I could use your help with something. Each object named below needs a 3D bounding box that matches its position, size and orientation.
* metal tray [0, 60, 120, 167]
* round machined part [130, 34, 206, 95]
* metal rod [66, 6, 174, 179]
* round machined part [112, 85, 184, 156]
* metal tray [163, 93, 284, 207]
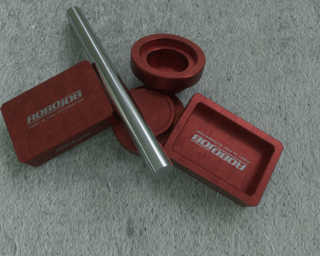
[{"bbox_3d":[-0.129,-0.019,0.401,0.130,0.030,0.090,-29,70,-1],"label":"metal tray"},{"bbox_3d":[0.009,-0.083,0.419,0.099,0.042,0.098,4,48,-5],"label":"round machined part"},{"bbox_3d":[-0.064,-0.064,0.397,0.025,0.025,0.299,-26,59,-9],"label":"metal rod"},{"bbox_3d":[-0.015,-0.014,0.406,0.099,0.042,0.098,0,70,0],"label":"round machined part"},{"bbox_3d":[0.076,0.027,0.386,0.130,0.030,0.090,31,72,0],"label":"metal tray"}]
